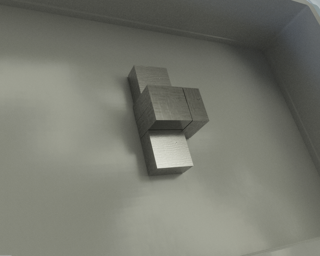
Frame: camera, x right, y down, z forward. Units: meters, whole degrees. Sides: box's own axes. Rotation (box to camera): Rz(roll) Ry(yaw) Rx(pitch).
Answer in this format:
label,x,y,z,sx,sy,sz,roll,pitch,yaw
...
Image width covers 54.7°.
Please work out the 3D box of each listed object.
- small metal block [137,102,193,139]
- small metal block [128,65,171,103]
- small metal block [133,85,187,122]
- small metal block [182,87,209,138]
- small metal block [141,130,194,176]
label,x,y,z,sx,sy,sz,roll,pitch,yaw
small metal block,0.005,-0.009,0.395,0.050,0.050,0.025,0,62,-28
small metal block,-0.013,-0.058,0.432,0.050,0.025,0.050,0,62,-28
small metal block,-0.001,-0.031,0.405,0.050,0.050,0.025,0,62,-28
small metal block,0.036,-0.019,0.418,0.025,0.050,0.050,0,62,-28
small metal block,0.008,0.030,0.389,0.050,0.025,0.050,0,62,-28
